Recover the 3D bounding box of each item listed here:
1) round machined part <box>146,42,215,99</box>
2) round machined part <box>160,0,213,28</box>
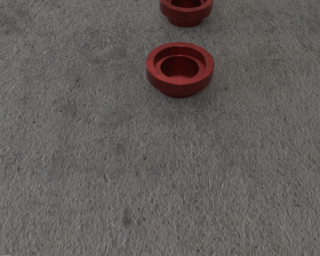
[{"bbox_3d":[0.029,-0.082,0.461,0.099,0.042,0.098,0,50,0],"label":"round machined part"},{"bbox_3d":[0.048,-0.225,0.582,0.099,0.042,0.098,0,50,0],"label":"round machined part"}]
